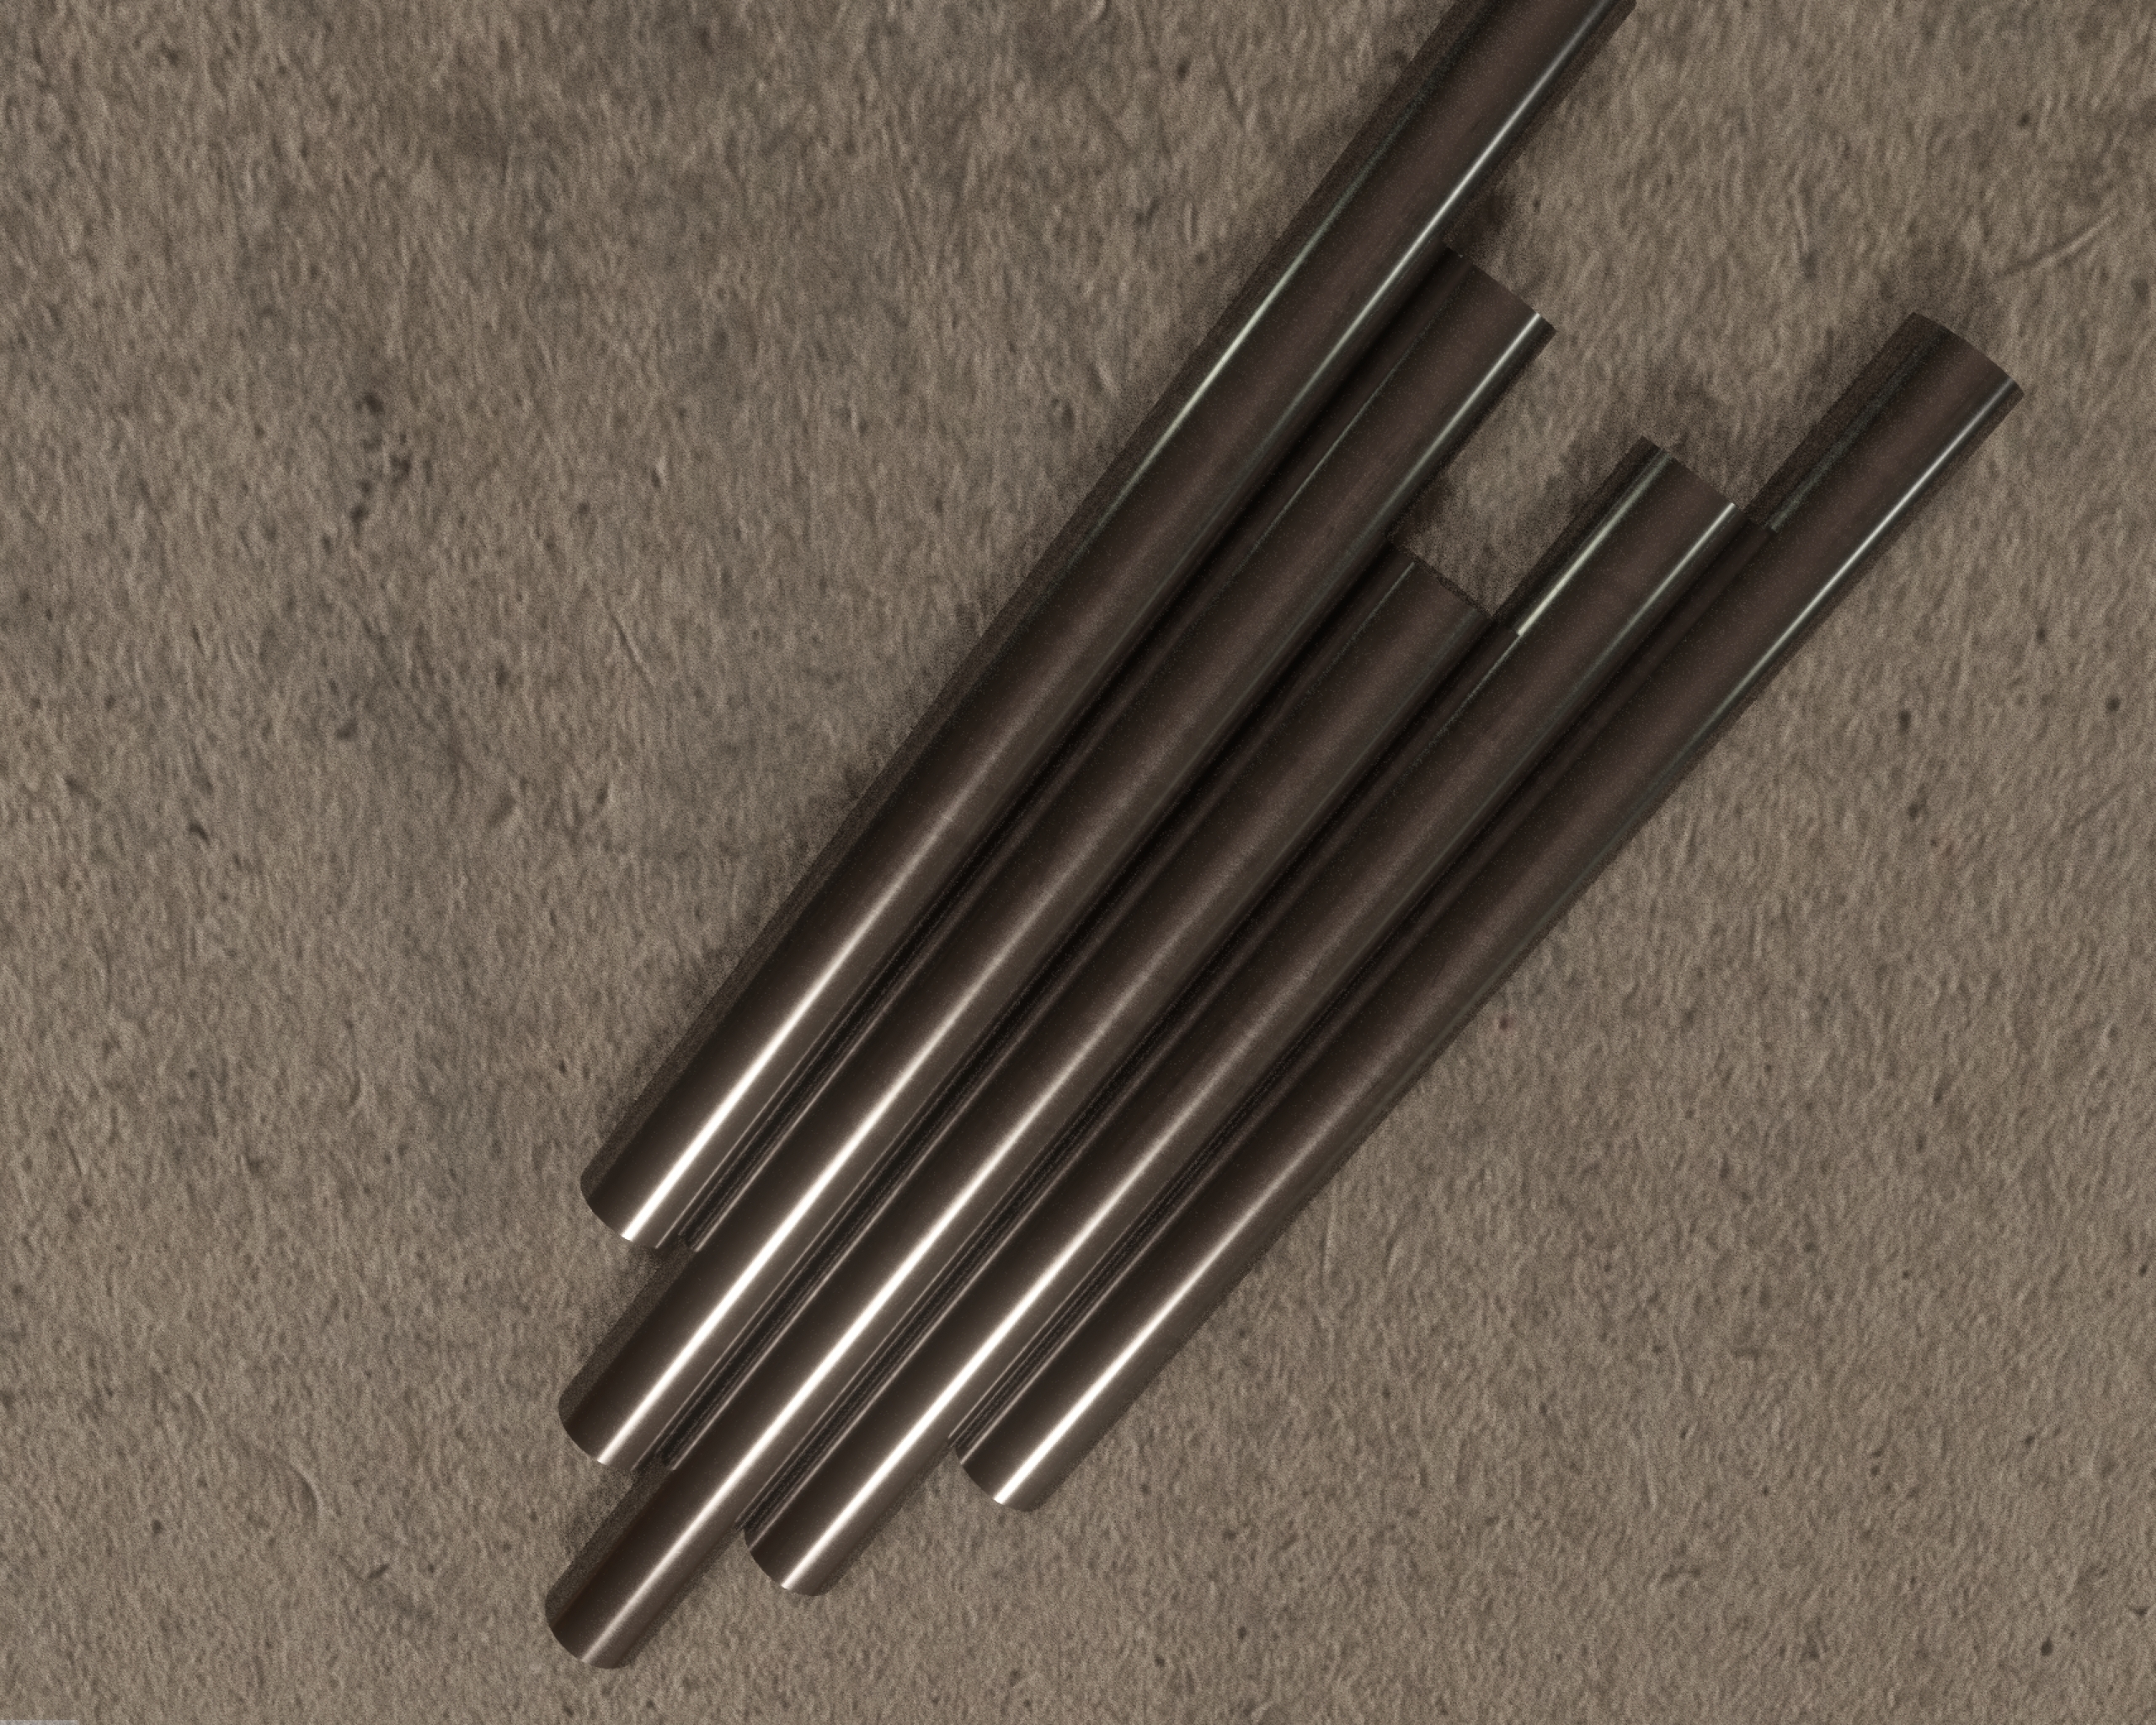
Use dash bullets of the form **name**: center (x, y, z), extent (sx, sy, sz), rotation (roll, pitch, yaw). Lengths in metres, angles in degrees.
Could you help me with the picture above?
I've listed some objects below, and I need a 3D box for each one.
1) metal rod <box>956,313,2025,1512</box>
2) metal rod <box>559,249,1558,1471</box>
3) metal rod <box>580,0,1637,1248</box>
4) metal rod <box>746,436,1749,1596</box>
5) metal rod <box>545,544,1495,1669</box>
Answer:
- **metal rod**: center (0.072, 0.021, 0.419), extent (0.025, 0.025, 0.299), rotation (35, 106, -12)
- **metal rod**: center (-0.013, 0.010, 0.415), extent (0.025, 0.025, 0.299), rotation (35, 106, -12)
- **metal rod**: center (-0.004, -0.041, 0.396), extent (0.025, 0.025, 0.299), rotation (35, 106, -12)
- **metal rod**: center (0.025, 0.041, 0.426), extent (0.025, 0.025, 0.299), rotation (35, 106, -12)
- **metal rod**: center (-0.021, 0.060, 0.433), extent (0.025, 0.025, 0.299), rotation (35, 106, -12)
